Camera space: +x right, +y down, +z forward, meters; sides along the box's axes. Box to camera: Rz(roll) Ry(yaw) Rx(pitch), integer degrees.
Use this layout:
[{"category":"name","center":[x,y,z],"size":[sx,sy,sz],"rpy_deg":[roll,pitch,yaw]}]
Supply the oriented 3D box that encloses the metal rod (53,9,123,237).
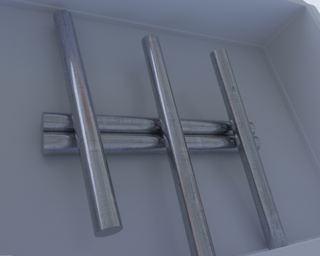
[{"category":"metal rod","center":[-0.088,-0.031,0.345],"size":[0.025,0.025,0.299],"rpy_deg":[-1,54,-29]}]

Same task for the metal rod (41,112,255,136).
[{"category":"metal rod","center":[0.005,-0.001,0.409],"size":[0.303,0.025,0.025],"rpy_deg":[2,61,-28]}]

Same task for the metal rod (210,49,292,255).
[{"category":"metal rod","center":[0.120,0.028,0.425],"size":[0.025,0.025,0.299],"rpy_deg":[-4,72,-30]}]

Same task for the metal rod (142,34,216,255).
[{"category":"metal rod","center":[0.016,0.007,0.378],"size":[0.025,0.025,0.299],"rpy_deg":[1,61,-28]}]

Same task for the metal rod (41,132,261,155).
[{"category":"metal rod","center":[0.009,0.020,0.398],"size":[0.303,0.025,0.025],"rpy_deg":[2,61,-28]}]
